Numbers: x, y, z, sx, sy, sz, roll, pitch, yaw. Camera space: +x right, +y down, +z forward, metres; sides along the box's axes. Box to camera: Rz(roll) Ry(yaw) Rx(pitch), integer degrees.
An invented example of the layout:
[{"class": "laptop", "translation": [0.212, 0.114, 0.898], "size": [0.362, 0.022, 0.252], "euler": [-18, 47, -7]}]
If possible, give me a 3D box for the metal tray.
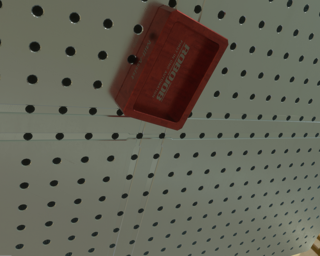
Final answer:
[{"class": "metal tray", "translation": [0.014, -0.067, 0.375], "size": [0.091, 0.030, 0.129], "euler": [16, 110, -35]}]
